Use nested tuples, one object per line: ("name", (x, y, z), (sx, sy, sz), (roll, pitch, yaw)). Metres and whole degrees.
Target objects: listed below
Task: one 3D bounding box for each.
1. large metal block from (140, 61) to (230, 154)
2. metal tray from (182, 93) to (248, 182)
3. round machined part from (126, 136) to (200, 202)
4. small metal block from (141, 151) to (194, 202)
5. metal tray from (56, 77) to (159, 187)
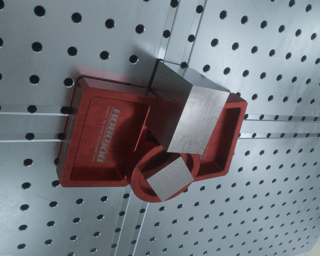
("large metal block", (0.025, -0.025, 0.369), (0.050, 0.080, 0.079), (6, 115, -31))
("metal tray", (0.068, 0.016, 0.450), (0.091, 0.030, 0.129), (-6, 121, -25))
("round machined part", (0.001, 0.048, 0.414), (0.099, 0.042, 0.097), (-14, 124, -21))
("small metal block", (0.009, 0.058, 0.393), (0.050, 0.025, 0.050), (-34, 129, -6))
("metal tray", (-0.065, 0.011, 0.374), (0.091, 0.030, 0.129), (6, 115, -31))
